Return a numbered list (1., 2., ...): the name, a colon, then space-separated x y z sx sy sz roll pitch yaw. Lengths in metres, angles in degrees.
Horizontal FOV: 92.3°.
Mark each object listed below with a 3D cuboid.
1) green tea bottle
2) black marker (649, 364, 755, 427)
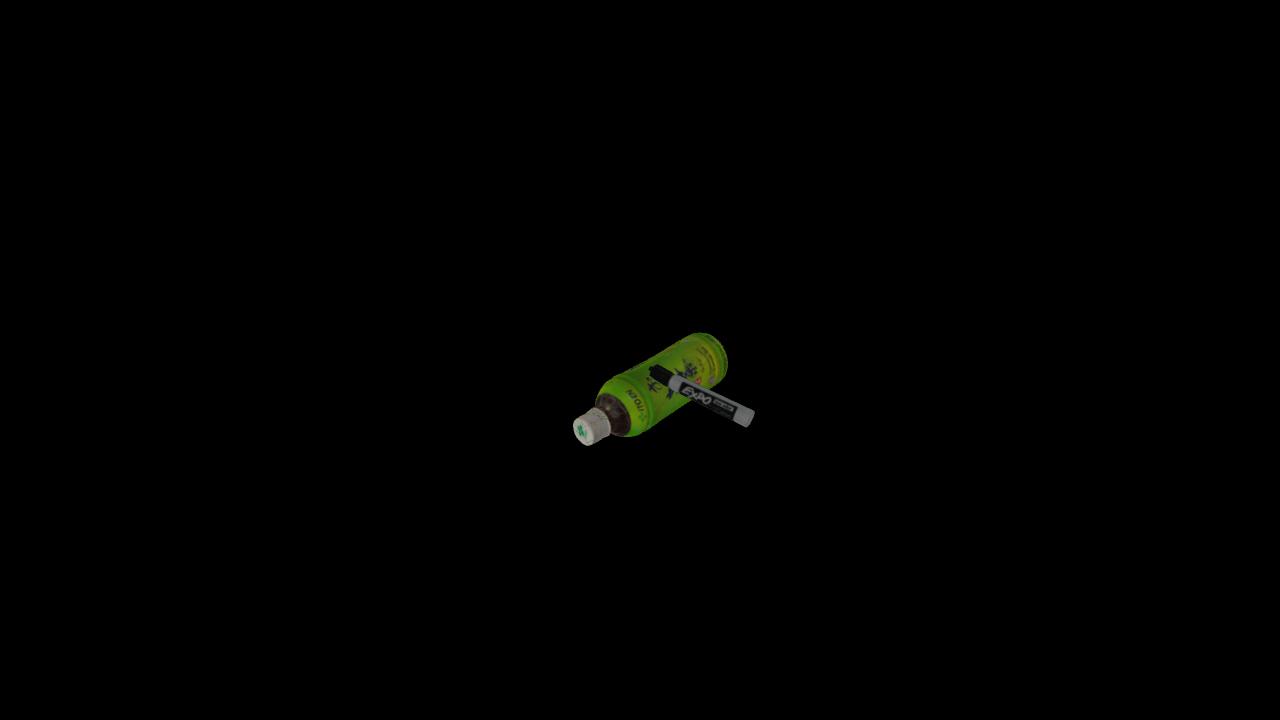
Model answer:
1. green tea bottle: 0.013 0.035 0.680 0.073 0.073 0.212 0 23 44
2. black marker: 0.060 0.035 0.637 0.121 0.020 0.020 26 10 22
